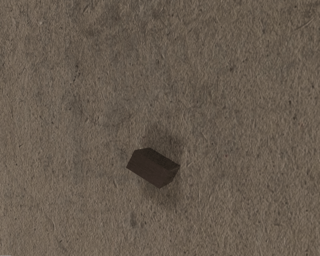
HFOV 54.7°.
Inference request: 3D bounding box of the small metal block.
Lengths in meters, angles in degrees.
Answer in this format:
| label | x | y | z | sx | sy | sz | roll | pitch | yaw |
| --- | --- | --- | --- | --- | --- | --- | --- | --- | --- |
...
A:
| label | x | y | z | sx | sy | sz | roll | pitch | yaw |
| --- | --- | --- | --- | --- | --- | --- | --- | --- | --- |
| small metal block | -0.007 | 0.050 | 0.397 | 0.050 | 0.050 | 0.025 | 30 | 100 | 17 |
